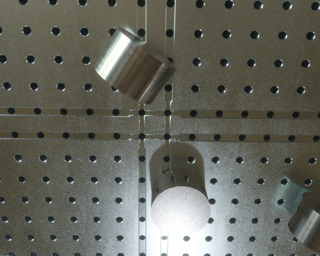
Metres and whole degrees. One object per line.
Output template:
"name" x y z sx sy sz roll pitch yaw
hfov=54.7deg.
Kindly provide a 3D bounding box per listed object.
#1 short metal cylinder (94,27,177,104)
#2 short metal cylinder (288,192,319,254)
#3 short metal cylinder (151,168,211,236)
"short metal cylinder" -0.028 -0.071 0.357 0.080 0.080 0.050 33 107 -12
"short metal cylinder" 0.231 0.134 0.437 0.080 0.080 0.050 15 109 -6
"short metal cylinder" 0.028 0.104 0.439 0.081 0.050 0.079 0 110 -1
